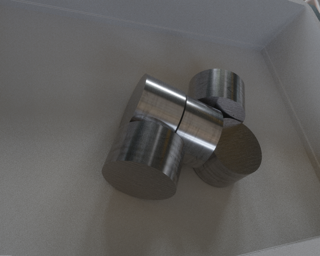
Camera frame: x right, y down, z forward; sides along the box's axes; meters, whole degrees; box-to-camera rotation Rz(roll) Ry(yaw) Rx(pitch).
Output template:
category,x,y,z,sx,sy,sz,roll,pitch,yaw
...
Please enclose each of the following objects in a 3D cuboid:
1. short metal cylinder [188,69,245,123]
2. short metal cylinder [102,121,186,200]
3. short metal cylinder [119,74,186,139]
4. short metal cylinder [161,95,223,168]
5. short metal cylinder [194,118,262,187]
category,x,y,z,sx,sy,sz,roll,pitch,yaw
short metal cylinder,0.078,-0.037,0.434,0.080,0.080,0.050,21,54,-16
short metal cylinder,-0.016,0.037,0.338,0.080,0.080,0.050,26,53,-13
short metal cylinder,-0.011,-0.019,0.375,0.050,0.080,0.080,23,53,-15
short metal cylinder,0.035,0.004,0.387,0.050,0.080,0.080,24,53,-14
short metal cylinder,0.088,0.033,0.416,0.081,0.050,0.080,14,56,-21
